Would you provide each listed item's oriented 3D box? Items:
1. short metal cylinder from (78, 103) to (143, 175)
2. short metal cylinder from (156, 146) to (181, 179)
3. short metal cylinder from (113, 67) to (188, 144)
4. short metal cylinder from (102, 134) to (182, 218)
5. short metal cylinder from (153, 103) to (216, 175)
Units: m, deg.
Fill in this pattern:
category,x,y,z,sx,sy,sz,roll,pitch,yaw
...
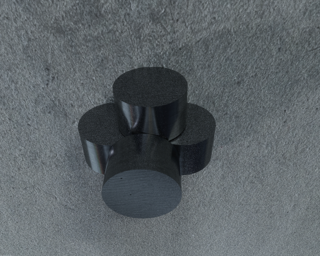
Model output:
category,x,y,z,sx,sy,sz,roll,pitch,yaw
short metal cylinder,-0.056,0.012,0.382,0.081,0.080,0.050,-1,130,0
short metal cylinder,-0.011,0.050,0.415,0.081,0.080,0.050,0,130,-1
short metal cylinder,-0.010,-0.027,0.349,0.081,0.080,0.050,-1,130,0
short metal cylinder,-0.018,0.052,0.331,0.081,0.050,0.079,0,130,0
short metal cylinder,0.026,0.012,0.383,0.081,0.080,0.050,0,130,0
